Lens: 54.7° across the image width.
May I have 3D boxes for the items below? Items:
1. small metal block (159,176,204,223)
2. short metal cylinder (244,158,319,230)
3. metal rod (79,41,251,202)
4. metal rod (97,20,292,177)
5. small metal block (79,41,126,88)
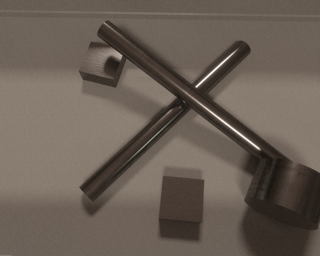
[{"bbox_3d":[0.026,0.088,0.378,0.050,0.025,0.050,5,70,1],"label":"small metal block"},{"bbox_3d":[0.145,0.075,0.355,0.080,0.080,0.050,24,72,8],"label":"short metal cylinder"},{"bbox_3d":[0.016,-0.018,0.416,0.301,0.025,0.025,-43,76,-14],"label":"metal rod"},{"bbox_3d":[0.045,-0.037,0.397,0.300,0.025,0.025,38,74,2],"label":"metal rod"},{"bbox_3d":[-0.080,-0.090,0.442,0.050,0.025,0.050,14,71,5],"label":"small metal block"}]
